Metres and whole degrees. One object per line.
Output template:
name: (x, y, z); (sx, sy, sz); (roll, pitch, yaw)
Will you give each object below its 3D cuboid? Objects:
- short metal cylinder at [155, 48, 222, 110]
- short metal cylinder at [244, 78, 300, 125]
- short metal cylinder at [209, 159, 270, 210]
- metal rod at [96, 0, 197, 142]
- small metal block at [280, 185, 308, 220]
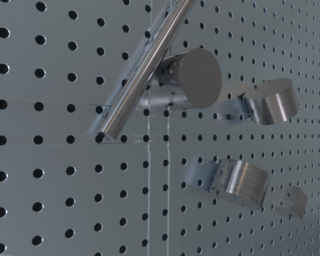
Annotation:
short metal cylinder: (0.040, -0.066, 0.427); (0.081, 0.050, 0.079); (0, 90, -40)
short metal cylinder: (0.193, -0.046, 0.536); (0.080, 0.080, 0.050); (-38, 114, -33)
short metal cylinder: (0.123, 0.087, 0.477); (0.080, 0.080, 0.050); (36, 68, -35)
metal rod: (0.003, -0.114, 0.411); (0.025, 0.025, 0.300); (42, 65, -32)
small metal block: (0.281, 0.155, 0.646); (0.050, 0.025, 0.050); (42, 65, -32)
